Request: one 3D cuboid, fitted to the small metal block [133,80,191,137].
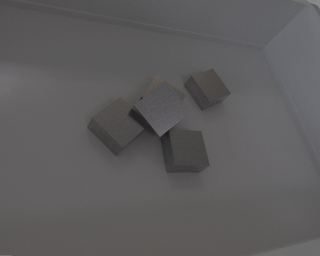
[{"bbox_3d":[0.002,-0.024,0.392,0.050,0.025,0.050,-39,94,-8],"label":"small metal block"}]

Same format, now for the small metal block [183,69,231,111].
[{"bbox_3d":[0.074,-0.060,0.482,0.050,0.025,0.050,-24,75,-36],"label":"small metal block"}]

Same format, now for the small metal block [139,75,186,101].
[{"bbox_3d":[0.002,-0.038,0.429,0.050,0.025,0.050,34,51,-6],"label":"small metal block"}]

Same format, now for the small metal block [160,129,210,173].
[{"bbox_3d":[0.032,0.030,0.404,0.050,0.025,0.050,4,60,-26],"label":"small metal block"}]

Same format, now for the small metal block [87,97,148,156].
[{"bbox_3d":[-0.051,-0.002,0.379,0.050,0.025,0.050,45,51,3],"label":"small metal block"}]
